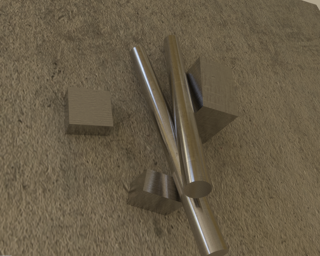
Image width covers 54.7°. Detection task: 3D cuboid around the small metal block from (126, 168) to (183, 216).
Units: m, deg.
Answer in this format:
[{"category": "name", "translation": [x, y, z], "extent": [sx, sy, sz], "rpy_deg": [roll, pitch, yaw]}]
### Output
[{"category": "small metal block", "translation": [-0.003, 0.073, 0.343], "extent": [0.050, 0.050, 0.025], "rpy_deg": [21, 54, -16]}]

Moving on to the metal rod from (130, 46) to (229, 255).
[{"category": "metal rod", "translation": [0.008, 0.001, 0.364], "extent": [0.025, 0.025, 0.300], "rpy_deg": [3, 46, -27]}]

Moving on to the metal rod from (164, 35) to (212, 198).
[{"category": "metal rod", "translation": [0.026, -0.042, 0.388], "extent": [0.025, 0.025, 0.300], "rpy_deg": [18, 37, -18]}]

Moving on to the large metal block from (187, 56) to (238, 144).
[{"category": "large metal block", "translation": [0.057, -0.035, 0.423], "extent": [0.050, 0.080, 0.080], "rpy_deg": [15, 56, -21]}]

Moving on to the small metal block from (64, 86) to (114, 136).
[{"category": "small metal block", "translation": [-0.086, -0.019, 0.370], "extent": [0.050, 0.025, 0.050], "rpy_deg": [4, 60, -27]}]
